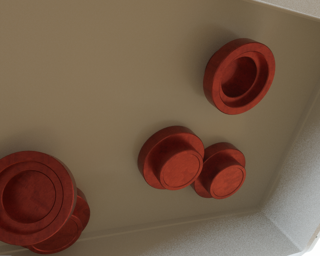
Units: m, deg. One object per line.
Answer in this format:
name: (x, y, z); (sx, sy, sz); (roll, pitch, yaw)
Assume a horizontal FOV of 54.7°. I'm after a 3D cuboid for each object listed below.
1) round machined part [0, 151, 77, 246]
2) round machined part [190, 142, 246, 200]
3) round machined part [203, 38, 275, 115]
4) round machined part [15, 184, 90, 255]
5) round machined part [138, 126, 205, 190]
round machined part: (-0.142, 0.075, 0.345); (0.099, 0.042, 0.097); (1, 81, -5)
round machined part: (0.098, 0.075, 0.497); (0.099, 0.042, 0.097); (-14, 124, -21)
round machined part: (0.098, -0.070, 0.408); (0.099, 0.042, 0.097); (-14, 124, -21)
round machined part: (-0.138, 0.122, 0.397); (0.099, 0.042, 0.097); (-14, 124, -21)
round machined part: (0.022, 0.049, 0.440); (0.099, 0.042, 0.097); (-14, 124, -21)
